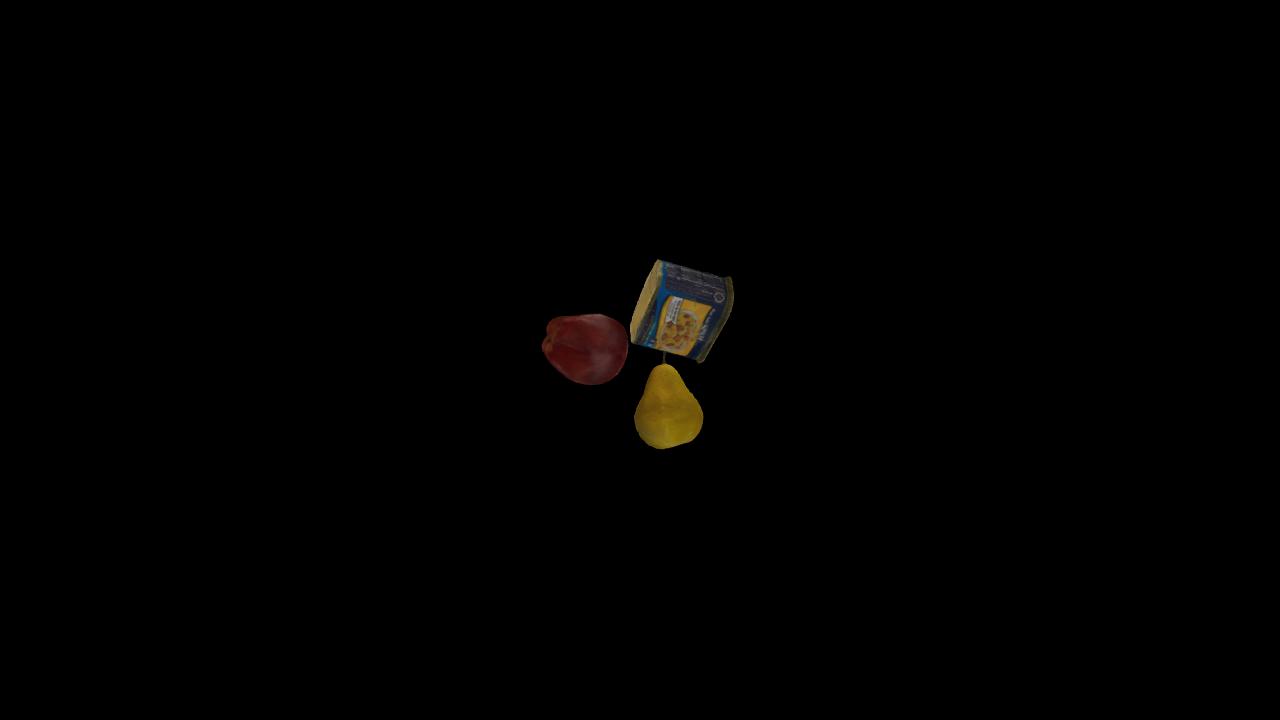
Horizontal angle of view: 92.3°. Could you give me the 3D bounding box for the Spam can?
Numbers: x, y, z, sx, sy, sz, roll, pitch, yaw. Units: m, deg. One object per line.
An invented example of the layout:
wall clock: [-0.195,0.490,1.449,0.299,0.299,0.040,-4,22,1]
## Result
Spam can: [0.043,-0.052,0.670,0.085,0.058,0.101,13,-48,-12]

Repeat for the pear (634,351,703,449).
pear: [0.028,0.044,0.706,0.080,0.111,0.080,-13,0,0]

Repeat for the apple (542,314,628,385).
apple: [-0.058,-0.013,0.673,0.093,0.079,0.079,12,-7,-32]
